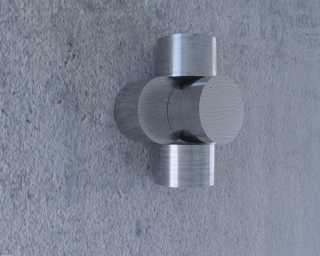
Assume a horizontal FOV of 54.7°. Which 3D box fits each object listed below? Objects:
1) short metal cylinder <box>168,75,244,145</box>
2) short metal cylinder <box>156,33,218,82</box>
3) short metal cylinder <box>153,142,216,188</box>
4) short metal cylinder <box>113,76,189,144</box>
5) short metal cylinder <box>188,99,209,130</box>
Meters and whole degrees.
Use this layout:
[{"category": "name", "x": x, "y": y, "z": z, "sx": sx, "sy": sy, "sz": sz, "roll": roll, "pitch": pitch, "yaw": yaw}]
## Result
[{"category": "short metal cylinder", "x": 0.056, "y": -0.021, "z": 0.373, "sx": 0.081, "sy": 0.050, "sz": 0.079, "roll": 0, "pitch": 90, "yaw": -40}, {"category": "short metal cylinder", "x": 0.035, "y": -0.086, "z": 0.402, "sx": 0.081, "sy": 0.080, "sz": 0.050, "roll": 0, "pitch": 91, "yaw": -40}, {"category": "short metal cylinder", "x": 0.032, "y": 0.044, "z": 0.400, "sx": 0.081, "sy": 0.080, "sz": 0.050, "roll": 0, "pitch": 90, "yaw": -40}, {"category": "short metal cylinder", "x": -0.010, "y": -0.021, "z": 0.383, "sx": 0.081, "sy": 0.050, "sz": 0.079, "roll": 0, "pitch": 90, "yaw": -40}, {"category": "short metal cylinder", "x": 0.052, "y": -0.022, "z": 0.435, "sx": 0.081, "sy": 0.050, "sz": 0.079, "roll": 0, "pitch": 90, "yaw": -40}]
